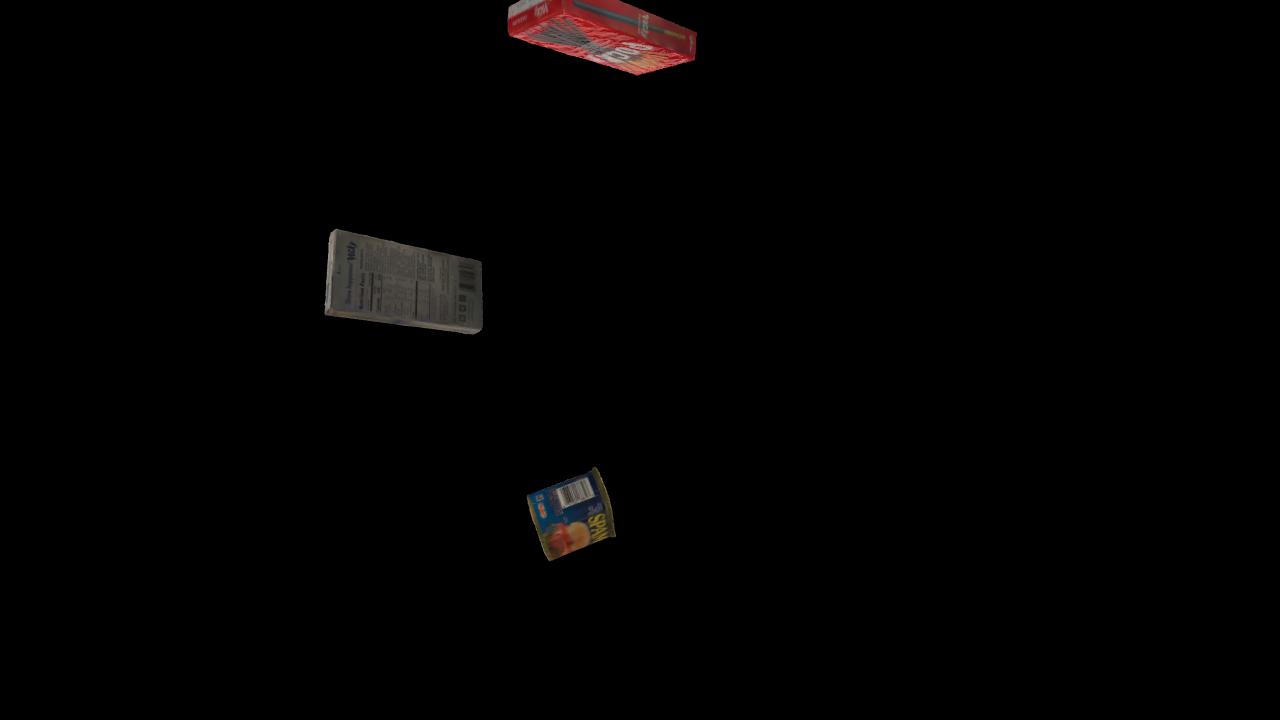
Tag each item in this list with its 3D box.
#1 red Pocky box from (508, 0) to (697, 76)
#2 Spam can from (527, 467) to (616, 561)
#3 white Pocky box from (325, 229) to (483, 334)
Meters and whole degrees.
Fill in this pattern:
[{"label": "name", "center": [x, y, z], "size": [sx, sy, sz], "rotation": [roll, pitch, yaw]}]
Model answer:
[{"label": "red Pocky box", "center": [-0.030, -0.290, 0.548], "size": [0.155, 0.028, 0.083], "rotation": [-6, 11, -42]}, {"label": "Spam can", "center": [-0.078, 0.179, 0.706], "size": [0.085, 0.058, 0.101], "rotation": [-18, -38, -13]}, {"label": "white Pocky box", "center": [-0.238, -0.076, 0.635], "size": [0.154, 0.084, 0.028], "rotation": [7, -17, -39]}]
